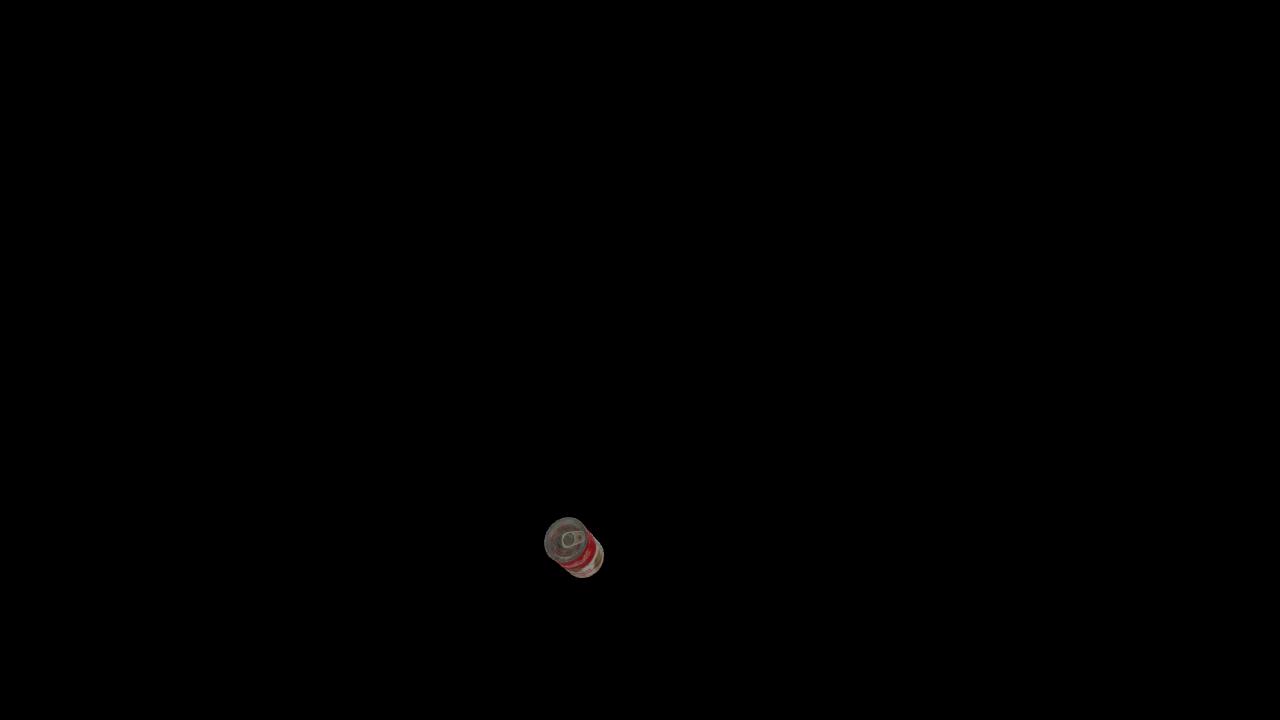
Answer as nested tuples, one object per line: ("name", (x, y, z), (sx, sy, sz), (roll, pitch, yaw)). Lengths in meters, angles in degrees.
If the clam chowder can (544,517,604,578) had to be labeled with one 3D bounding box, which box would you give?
("clam chowder can", (-0.099, 0.292, 0.950), (0.068, 0.068, 0.102), (0, -32, 14))
